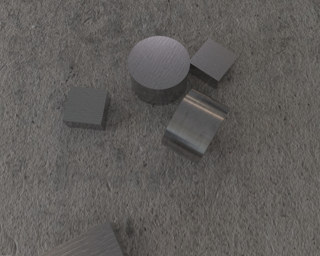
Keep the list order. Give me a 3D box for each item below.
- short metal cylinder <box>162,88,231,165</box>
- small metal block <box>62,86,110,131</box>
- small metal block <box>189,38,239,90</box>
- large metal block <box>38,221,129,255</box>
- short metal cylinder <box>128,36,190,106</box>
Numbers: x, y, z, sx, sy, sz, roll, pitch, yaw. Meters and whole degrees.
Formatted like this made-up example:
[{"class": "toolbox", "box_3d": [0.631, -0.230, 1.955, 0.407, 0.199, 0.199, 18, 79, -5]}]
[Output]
[{"class": "short metal cylinder", "box_3d": [0.044, -0.002, 0.380, 0.050, 0.080, 0.080, 30, 73, 10]}, {"class": "small metal block", "box_3d": [-0.098, -0.026, 0.417, 0.050, 0.025, 0.050, 6, 70, 2]}, {"class": "small metal block", "box_3d": [0.075, -0.092, 0.442, 0.050, 0.025, 0.050, 36, 74, 12]}, {"class": "large metal block", "box_3d": [-0.073, 0.158, 0.337, 0.080, 0.050, 0.080, -25, 72, -9]}, {"class": "short metal cylinder", "box_3d": [-0.001, -0.077, 0.423, 0.081, 0.050, 0.080, 0, 70, 0]}]
